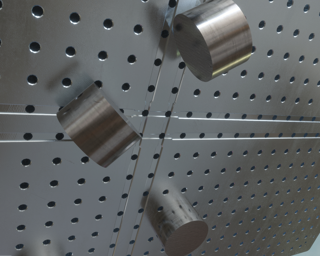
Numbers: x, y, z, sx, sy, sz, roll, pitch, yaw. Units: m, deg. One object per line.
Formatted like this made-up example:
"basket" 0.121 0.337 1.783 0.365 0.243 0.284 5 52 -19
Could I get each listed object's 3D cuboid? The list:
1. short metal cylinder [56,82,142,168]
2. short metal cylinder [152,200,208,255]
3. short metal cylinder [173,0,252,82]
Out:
"short metal cylinder" -0.065 -0.003 0.339 0.050 0.080 0.080 -41 130 -1
"short metal cylinder" 0.033 0.168 0.520 0.081 0.050 0.079 -14 124 -21
"short metal cylinder" 0.057 -0.099 0.347 0.050 0.080 0.080 -29 129 -11
